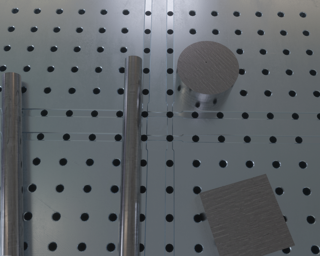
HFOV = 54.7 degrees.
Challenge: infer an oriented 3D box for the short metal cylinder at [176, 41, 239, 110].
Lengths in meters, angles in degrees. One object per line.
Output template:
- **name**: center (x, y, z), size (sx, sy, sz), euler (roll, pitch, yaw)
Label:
- **short metal cylinder**: center (0.062, -0.071, 0.425), size (0.081, 0.050, 0.080), euler (0, 70, 0)

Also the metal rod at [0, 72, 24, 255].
- **metal rod**: center (-0.184, 0.066, 0.385), size (0.025, 0.025, 0.299), euler (-9, 70, -3)

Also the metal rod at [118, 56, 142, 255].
- **metal rod**: center (-0.037, 0.043, 0.395), size (0.025, 0.025, 0.299), euler (0, 70, 0)

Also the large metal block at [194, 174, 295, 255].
- **large metal block**: center (0.093, 0.107, 0.360), size (0.081, 0.050, 0.080), euler (-15, 71, -6)
